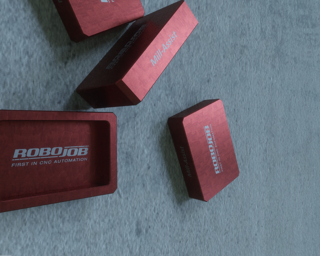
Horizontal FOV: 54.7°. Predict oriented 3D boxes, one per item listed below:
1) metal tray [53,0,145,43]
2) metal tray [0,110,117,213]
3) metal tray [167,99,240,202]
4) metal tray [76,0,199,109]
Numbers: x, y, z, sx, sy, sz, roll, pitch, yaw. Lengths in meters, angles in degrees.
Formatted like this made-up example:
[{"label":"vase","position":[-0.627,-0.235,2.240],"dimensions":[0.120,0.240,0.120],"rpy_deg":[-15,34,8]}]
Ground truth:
[{"label":"metal tray","position":[-0.079,-0.170,0.336],"dimensions":[0.091,0.030,0.129],"rpy_deg":[-35,112,-35]},{"label":"metal tray","position":[-0.107,0.028,0.313],"dimensions":[0.131,0.030,0.089],"rpy_deg":[-1,91,-40]},{"label":"metal tray","position":[0.068,0.031,0.462],"dimensions":[0.091,0.030,0.129],"rpy_deg":[-27,107,-37]},{"label":"metal tray","position":[-0.025,-0.080,0.342],"dimensions":[0.030,0.090,0.130],"rpy_deg":[49,61,-30]}]
